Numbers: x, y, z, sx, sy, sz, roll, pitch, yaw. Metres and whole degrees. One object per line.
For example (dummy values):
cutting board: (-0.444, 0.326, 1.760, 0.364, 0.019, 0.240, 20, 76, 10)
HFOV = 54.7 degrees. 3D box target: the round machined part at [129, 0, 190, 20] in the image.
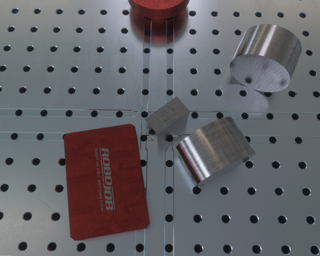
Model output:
round machined part: (-0.002, -0.207, 0.478, 0.099, 0.042, 0.098, 0, 70, 0)

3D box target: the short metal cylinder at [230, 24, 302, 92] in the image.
short metal cylinder: (0.142, -0.092, 0.417, 0.080, 0.080, 0.050, 24, 72, 8)

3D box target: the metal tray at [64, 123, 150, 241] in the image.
metal tray: (-0.066, 0.065, 0.385, 0.091, 0.030, 0.129, -9, 70, -4)

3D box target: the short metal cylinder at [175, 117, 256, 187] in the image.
short metal cylinder: (0.066, 0.029, 0.372, 0.080, 0.080, 0.050, -26, 72, -9)

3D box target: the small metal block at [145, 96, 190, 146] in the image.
small metal block: (0.009, -0.008, 0.401, 0.050, 0.050, 0.025, -36, 74, -12)
